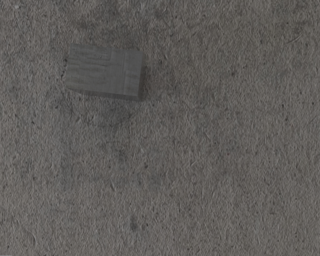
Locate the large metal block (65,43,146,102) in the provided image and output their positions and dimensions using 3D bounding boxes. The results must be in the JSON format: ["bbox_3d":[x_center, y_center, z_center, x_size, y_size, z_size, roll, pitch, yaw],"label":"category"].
[{"bbox_3d":[-0.062,-0.065,0.382,0.080,0.080,0.050,7,90,0],"label":"large metal block"}]
